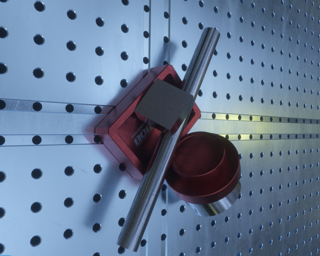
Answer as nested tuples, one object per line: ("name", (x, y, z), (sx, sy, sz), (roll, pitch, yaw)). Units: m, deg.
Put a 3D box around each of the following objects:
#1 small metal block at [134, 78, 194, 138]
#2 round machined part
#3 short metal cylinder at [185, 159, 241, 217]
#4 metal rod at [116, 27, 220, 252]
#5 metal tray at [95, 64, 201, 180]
("small metal block", (0.006, -0.024, 0.371), (0.050, 0.050, 0.025), (-56, 161, -14))
("round machined part", (0.051, 0.043, 0.393), (0.098, 0.098, 0.042), (-54, 144, -27))
("short metal cylinder", (0.064, 0.074, 0.428), (0.080, 0.080, 0.050), (-51, 121, -28))
("metal rod", (0.017, 0.000, 0.386), (0.025, 0.025, 0.300), (35, 68, -35))
("metal tray", (-0.009, -0.009, 0.399), (0.130, 0.030, 0.090), (-51, 120, -28))
